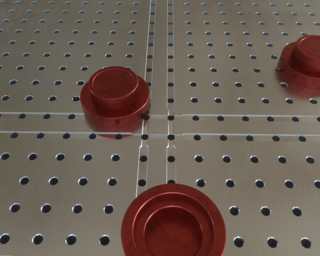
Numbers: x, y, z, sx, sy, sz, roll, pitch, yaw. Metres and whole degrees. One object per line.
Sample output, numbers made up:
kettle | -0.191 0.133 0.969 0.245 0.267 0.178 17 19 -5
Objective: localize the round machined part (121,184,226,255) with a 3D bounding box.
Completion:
round machined part | 0.013 0.108 0.306 0.099 0.042 0.098 0 50 0

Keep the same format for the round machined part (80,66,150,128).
round machined part | -0.064 -0.050 0.439 0.099 0.042 0.098 0 50 0

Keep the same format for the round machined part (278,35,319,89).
round machined part | 0.244 -0.111 0.491 0.099 0.042 0.098 0 50 0
